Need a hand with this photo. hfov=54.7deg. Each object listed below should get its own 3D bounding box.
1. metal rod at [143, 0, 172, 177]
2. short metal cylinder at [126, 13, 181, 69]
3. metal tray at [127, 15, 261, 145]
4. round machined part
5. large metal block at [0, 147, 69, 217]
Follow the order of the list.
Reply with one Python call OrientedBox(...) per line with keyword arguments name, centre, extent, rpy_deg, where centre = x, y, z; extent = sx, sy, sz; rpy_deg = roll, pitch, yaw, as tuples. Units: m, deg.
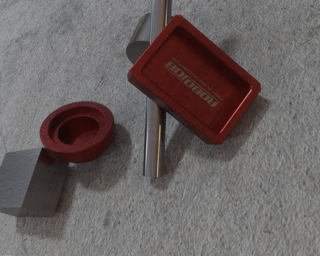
OrientedBox(name="metal rod", centre=(-0.001, -0.091, 0.379), extent=(0.025, 0.025, 0.298), rpy_deg=(2, 88, 29))
OrientedBox(name="short metal cylinder", centre=(-0.002, -0.116, 0.439), extent=(0.080, 0.080, 0.050), rpy_deg=(7, 65, 31))
OrientedBox(name="metal tray", centre=(0.040, -0.053, 0.357), extent=(0.090, 0.130, 0.030), rpy_deg=(-53, 8, -9))
OrientedBox(name="round machined part", centre=(-0.110, 0.010, 0.427), extent=(0.099, 0.042, 0.098), rpy_deg=(-2, 45, 2))
OrientedBox(name="large metal block", centre=(-0.182, 0.077, 0.428), extent=(0.080, 0.050, 0.080), rpy_deg=(-9, 58, 31))
